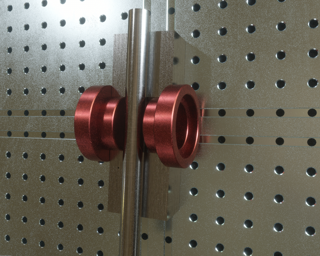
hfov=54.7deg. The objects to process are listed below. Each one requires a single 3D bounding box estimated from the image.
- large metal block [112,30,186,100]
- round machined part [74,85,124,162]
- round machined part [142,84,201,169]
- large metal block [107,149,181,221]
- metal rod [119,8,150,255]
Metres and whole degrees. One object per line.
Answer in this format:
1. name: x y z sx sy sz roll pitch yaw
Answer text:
1. large metal block: -0.014 -0.078 0.404 0.080 0.050 0.079 2 91 20
2. round machined part: -0.062 -0.006 0.395 0.042 0.098 0.097 2 91 20
3. round machined part: 0.013 -0.002 0.369 0.042 0.098 0.097 2 91 25
4. large metal block: -0.019 0.069 0.405 0.080 0.050 0.079 3 91 20
5. metal rod: -0.031 0.011 0.370 0.025 0.025 0.298 3 91 20
